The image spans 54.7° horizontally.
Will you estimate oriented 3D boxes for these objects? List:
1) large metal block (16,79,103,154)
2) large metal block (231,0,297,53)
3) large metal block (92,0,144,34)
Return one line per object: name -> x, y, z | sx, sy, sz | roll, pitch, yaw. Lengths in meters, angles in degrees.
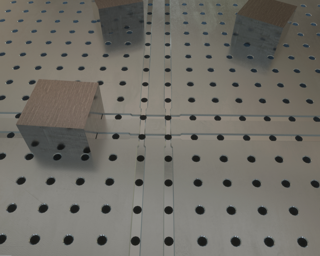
large metal block -> -0.124, -0.016, 0.403 | 0.080, 0.050, 0.080 | 4, 50, 3
large metal block -> 0.185, -0.187, 0.551 | 0.080, 0.050, 0.080 | 25, 54, 19
large metal block -> -0.081, -0.226, 0.580 | 0.081, 0.050, 0.080 | -15, 52, -13
